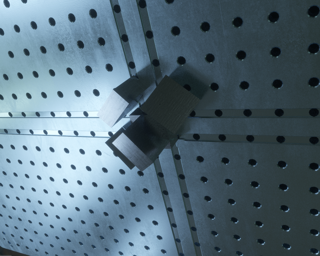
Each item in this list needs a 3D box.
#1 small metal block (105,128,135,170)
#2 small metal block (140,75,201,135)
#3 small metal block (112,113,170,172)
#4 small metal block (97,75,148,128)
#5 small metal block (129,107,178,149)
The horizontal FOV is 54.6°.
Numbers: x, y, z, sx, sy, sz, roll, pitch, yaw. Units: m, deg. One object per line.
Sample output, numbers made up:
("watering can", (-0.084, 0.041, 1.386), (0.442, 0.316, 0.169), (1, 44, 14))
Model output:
("small metal block", (-0.047, 0.027, 0.433), (0.025, 0.050, 0.050), (-43, 95, 2))
("small metal block", (0.012, -0.027, 0.371), (0.050, 0.025, 0.050), (37, 89, 4))
("small metal block", (-0.022, 0.017, 0.386), (0.050, 0.050, 0.025), (45, 128, -4))
("small metal block", (-0.048, -0.034, 0.400), (0.025, 0.050, 0.050), (42, 129, 0))
("small metal block", (-0.008, 0.000, 0.415), (0.050, 0.025, 0.050), (0, 118, 27))
